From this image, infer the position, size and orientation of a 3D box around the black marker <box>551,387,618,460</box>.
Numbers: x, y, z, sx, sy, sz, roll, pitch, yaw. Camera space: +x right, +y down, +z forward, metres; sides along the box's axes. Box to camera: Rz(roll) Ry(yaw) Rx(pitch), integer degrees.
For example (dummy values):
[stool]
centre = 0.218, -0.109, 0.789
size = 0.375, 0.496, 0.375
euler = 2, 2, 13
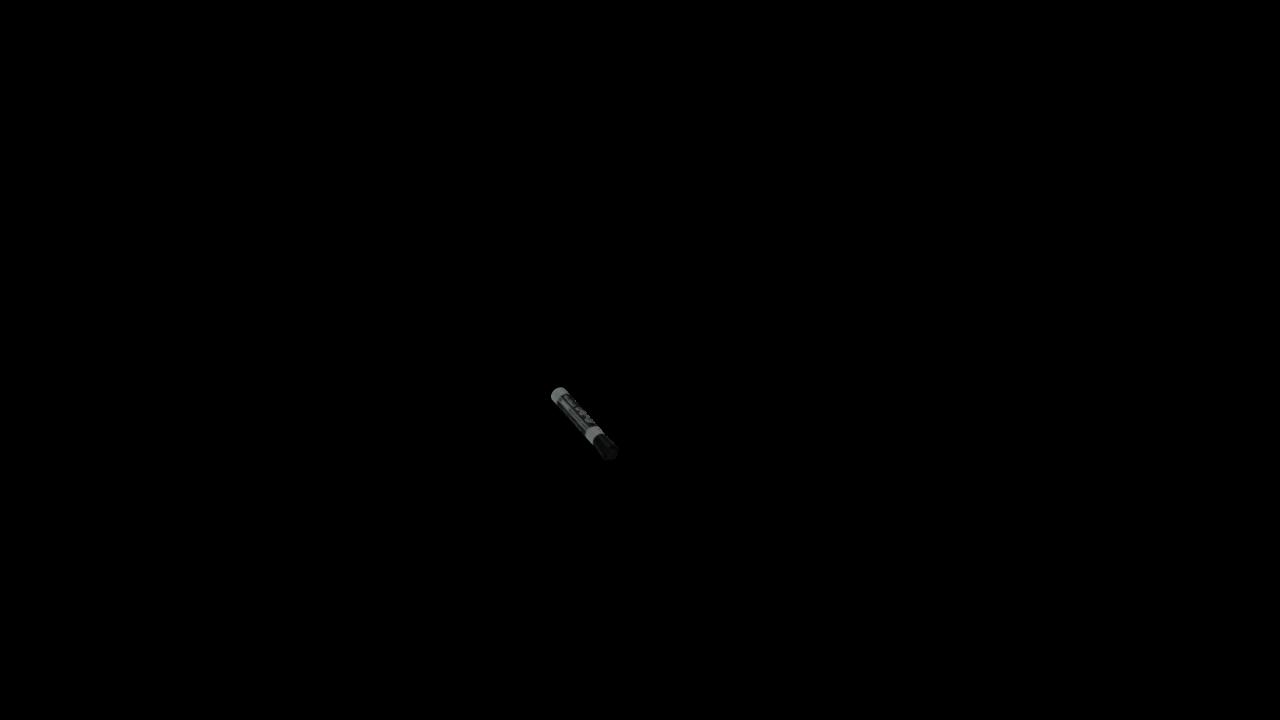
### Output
[black marker]
centre = -0.058, 0.066, 0.644
size = 0.020, 0.020, 0.121
euler = 0, 28, -38
